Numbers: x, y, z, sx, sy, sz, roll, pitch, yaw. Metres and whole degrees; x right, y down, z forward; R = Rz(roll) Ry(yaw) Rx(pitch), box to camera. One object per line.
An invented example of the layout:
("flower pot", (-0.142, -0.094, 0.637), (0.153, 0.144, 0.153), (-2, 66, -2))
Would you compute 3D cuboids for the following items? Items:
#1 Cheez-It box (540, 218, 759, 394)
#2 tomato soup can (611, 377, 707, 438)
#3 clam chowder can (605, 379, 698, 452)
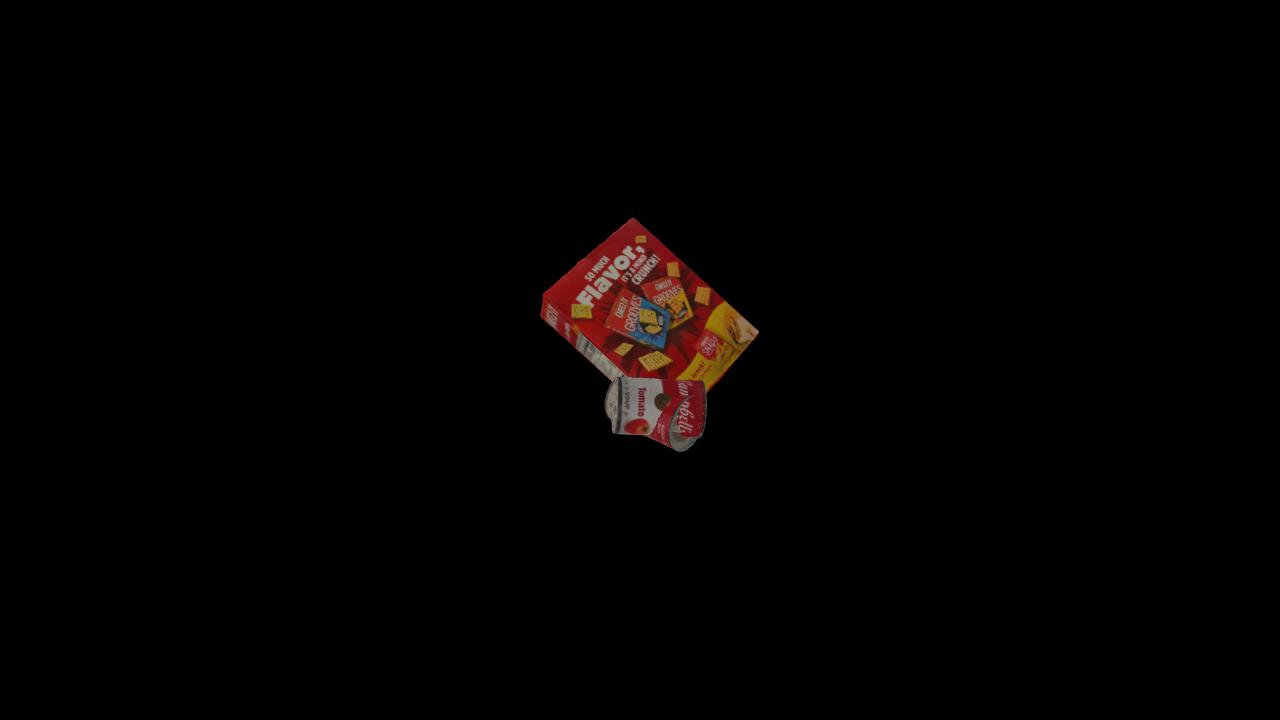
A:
("Cheez-It box", (0.011, -0.045, 0.765), (0.166, 0.223, 0.071), (-45, -5, -24))
("tomato soup can", (0.020, 0.054, 0.707), (0.101, 0.068, 0.068), (3, 0, -6))
("clam chowder can", (0.017, 0.058, 0.720), (0.102, 0.068, 0.068), (19, 12, 37))
